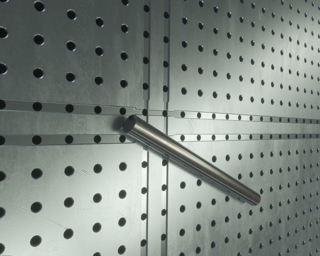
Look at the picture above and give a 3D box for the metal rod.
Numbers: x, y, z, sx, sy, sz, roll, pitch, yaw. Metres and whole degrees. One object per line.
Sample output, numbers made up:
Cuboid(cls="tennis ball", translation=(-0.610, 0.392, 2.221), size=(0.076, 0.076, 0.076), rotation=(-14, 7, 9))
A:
Cuboid(cls="metal rod", translation=(0.066, 0.061, 0.467), size=(0.301, 0.025, 0.025), rotation=(33, 70, -35))
